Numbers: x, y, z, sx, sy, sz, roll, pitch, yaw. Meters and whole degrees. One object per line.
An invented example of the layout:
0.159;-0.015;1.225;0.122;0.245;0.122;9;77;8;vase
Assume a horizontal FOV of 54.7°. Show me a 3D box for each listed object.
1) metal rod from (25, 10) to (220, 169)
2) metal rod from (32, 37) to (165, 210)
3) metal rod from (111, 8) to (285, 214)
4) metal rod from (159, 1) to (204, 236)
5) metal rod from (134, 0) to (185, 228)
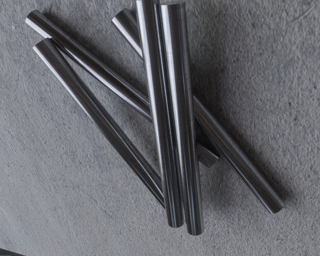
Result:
-0.048;-0.051;0.400;0.300;0.025;0.025;38;129;2;metal rod
-0.063;0.009;0.429;0.025;0.025;0.300;-24;111;37;metal rod
0.050;-0.014;0.371;0.025;0.025;0.300;-34;99;38;metal rod
0.031;0.011;0.363;0.025;0.025;0.298;6;122;25;metal rod
0.005;0.004;0.372;0.025;0.025;0.298;7;122;25;metal rod
